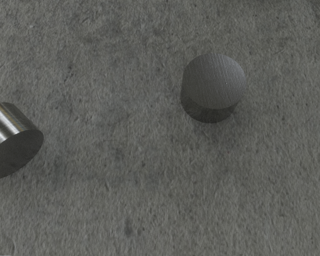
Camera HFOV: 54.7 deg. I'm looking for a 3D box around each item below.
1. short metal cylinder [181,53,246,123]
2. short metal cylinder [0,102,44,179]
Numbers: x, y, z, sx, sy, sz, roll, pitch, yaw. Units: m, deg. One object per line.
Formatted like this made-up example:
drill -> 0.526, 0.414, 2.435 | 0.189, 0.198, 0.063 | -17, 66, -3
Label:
short metal cylinder -> 0.069, -0.052, 0.415 | 0.081, 0.050, 0.080 | 0, 70, 0
short metal cylinder -> -0.190, 0.016, 0.371 | 0.050, 0.080, 0.080 | 42, 75, 13
